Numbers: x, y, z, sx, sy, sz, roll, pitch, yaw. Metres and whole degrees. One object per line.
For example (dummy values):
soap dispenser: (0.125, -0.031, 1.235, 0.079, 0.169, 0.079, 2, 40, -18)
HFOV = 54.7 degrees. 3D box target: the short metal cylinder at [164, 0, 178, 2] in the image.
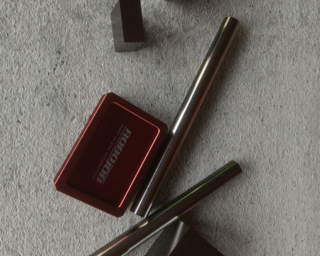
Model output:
short metal cylinder: (0.025, -0.207, 0.390, 0.050, 0.080, 0.080, -26, 99, -18)

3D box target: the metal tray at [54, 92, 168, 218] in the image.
metal tray: (-0.059, 0.033, 0.385, 0.090, 0.030, 0.130, 31, 80, -18)

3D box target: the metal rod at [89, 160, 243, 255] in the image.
metal rod: (-0.013, 0.129, 0.405, 0.302, 0.025, 0.025, -30, 100, -18)

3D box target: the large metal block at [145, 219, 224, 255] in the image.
large metal block: (0.032, 0.179, 0.409, 0.080, 0.050, 0.080, 43, 76, -15)

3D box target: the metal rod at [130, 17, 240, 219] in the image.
metal rod: (0.038, -0.021, 0.424, 0.025, 0.025, 0.299, 30, 80, -18)

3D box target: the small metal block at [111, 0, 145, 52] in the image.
small metal block: (-0.041, -0.124, 0.381, 0.025, 0.050, 0.050, -7, 93, -20)
